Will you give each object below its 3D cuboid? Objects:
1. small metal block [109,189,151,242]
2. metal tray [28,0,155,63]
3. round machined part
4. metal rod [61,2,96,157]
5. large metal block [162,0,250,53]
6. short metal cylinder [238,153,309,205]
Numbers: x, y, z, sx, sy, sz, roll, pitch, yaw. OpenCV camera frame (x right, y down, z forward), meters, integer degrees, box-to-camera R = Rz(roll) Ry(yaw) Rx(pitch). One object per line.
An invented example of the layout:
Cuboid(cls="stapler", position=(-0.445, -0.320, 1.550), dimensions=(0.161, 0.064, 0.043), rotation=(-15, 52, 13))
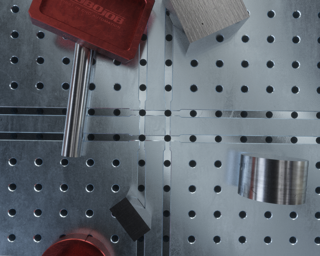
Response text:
Cuboid(cls="small metal block", position=(-0.036, 0.111, 0.401), dimensions=(0.025, 0.050, 0.050), rotation=(-37, 90, 0))
Cuboid(cls="metal tray", position=(-0.082, -0.148, 0.386), dimensions=(0.131, 0.030, 0.090), rotation=(21, 85, -19))
Cuboid(cls="round machined part", position=(-0.113, 0.193, 0.404), dimensions=(0.099, 0.042, 0.097), rotation=(0, 90, -1))
Cuboid(cls="metal rod", position=(-0.100, -0.111, 0.411), dimensions=(0.025, 0.025, 0.298), rotation=(7, 90, -1))
Cuboid(cls="large metal block", position=(0.056, -0.156, 0.402), dimensions=(0.080, 0.050, 0.080), rotation=(-25, 90, -1))
Cuboid(cls="short metal cylinder", position=(0.140, 0.061, 0.388), dimensions=(0.081, 0.080, 0.050), rotation=(4, 90, -1))
